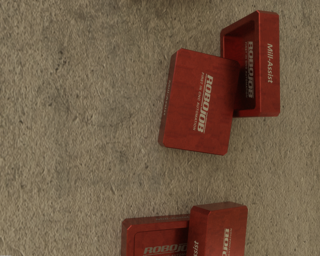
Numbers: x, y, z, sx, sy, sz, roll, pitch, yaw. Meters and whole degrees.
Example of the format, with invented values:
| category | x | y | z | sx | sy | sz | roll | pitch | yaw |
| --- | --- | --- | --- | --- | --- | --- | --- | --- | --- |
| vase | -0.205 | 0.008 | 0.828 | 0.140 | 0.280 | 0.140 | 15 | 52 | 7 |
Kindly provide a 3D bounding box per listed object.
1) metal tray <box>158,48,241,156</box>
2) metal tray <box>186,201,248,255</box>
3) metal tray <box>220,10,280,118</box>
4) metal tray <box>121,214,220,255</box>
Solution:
| category | x | y | z | sx | sy | sz | roll | pitch | yaw |
| --- | --- | --- | --- | --- | --- | --- | --- | --- | --- |
| metal tray | 0.053 | -0.033 | 0.419 | 0.091 | 0.030 | 0.129 | 9 | 88 | -14 |
| metal tray | 0.076 | 0.170 | 0.417 | 0.091 | 0.030 | 0.129 | 7 | 87 | -43 |
| metal tray | 0.118 | -0.079 | 0.417 | 0.030 | 0.090 | 0.129 | -1 | 91 | -20 |
| metal tray | 0.015 | 0.165 | 0.412 | 0.131 | 0.030 | 0.089 | 2 | 90 | -20 |
